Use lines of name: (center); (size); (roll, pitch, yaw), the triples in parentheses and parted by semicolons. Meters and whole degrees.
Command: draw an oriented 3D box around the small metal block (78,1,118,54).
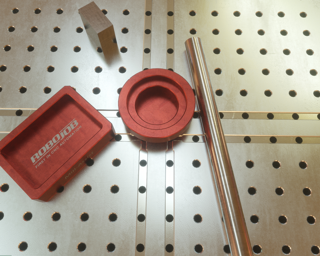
small metal block: (-0.089, -0.145, 0.451); (0.025, 0.050, 0.050); (-35, 74, -12)

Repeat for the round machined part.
round machined part: (-0.004, -0.027, 0.412); (0.099, 0.042, 0.098); (0, 70, 0)

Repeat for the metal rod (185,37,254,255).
metal rod: (0.072, 0.012, 0.407); (0.025, 0.025, 0.299); (-8, 70, -3)

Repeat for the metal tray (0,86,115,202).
metal tray: (-0.135, 0.018, 0.401); (0.090, 0.030, 0.130); (41, 75, 13)
